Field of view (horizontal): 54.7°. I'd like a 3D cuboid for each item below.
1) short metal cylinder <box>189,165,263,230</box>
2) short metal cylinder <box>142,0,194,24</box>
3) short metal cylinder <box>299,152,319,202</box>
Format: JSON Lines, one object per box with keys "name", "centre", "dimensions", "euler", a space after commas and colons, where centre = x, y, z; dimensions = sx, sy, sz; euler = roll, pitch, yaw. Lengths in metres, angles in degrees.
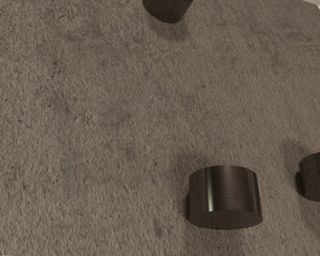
{"name": "short metal cylinder", "centre": [0.074, 0.083, 0.360], "dimensions": [0.081, 0.080, 0.050], "euler": [15, 56, -20]}
{"name": "short metal cylinder", "centre": [0.016, -0.230, 0.538], "dimensions": [0.081, 0.050, 0.080], "euler": [14, 56, -21]}
{"name": "short metal cylinder", "centre": [0.256, 0.074, 0.464], "dimensions": [0.081, 0.080, 0.050], "euler": [17, 55, -19]}
